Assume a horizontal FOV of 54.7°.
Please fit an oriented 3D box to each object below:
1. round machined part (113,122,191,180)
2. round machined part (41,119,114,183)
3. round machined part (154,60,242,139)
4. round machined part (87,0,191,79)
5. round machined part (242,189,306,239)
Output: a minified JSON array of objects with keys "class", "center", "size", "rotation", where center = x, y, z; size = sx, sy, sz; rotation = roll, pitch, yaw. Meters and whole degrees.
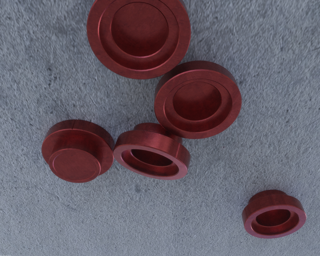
[{"class":"round machined part","center":[-0.008,0.028,0.404],"size":[0.098,0.042,0.098],"rotation":[12,151,7]},{"class":"round machined part","center":[-0.113,0.039,0.428],"size":[0.099,0.042,0.097],"rotation":[0,130,0]},{"class":"round machined part","center":[0.043,-0.036,0.365],"size":[0.099,0.042,0.097],"rotation":[0,130,0]},{"class":"round machined part","center":[-0.020,-0.101,0.310],"size":[0.099,0.042,0.097],"rotation":[0,130,0]},{"class":"round machined part","center":[0.186,0.140,0.517],"size":[0.099,0.042,0.097],"rotation":[0,130,0]}]
